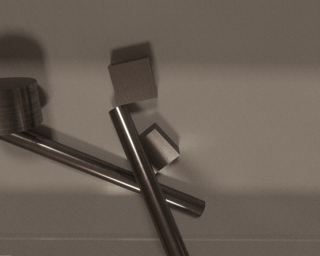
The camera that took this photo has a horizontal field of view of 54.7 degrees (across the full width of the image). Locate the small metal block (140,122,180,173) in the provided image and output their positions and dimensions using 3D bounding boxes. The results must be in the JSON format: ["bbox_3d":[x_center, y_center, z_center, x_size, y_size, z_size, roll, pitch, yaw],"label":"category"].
[{"bbox_3d":[-0.009,0.029,0.422,0.050,0.025,0.050,-39,106,13],"label":"small metal block"}]

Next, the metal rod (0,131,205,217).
[{"bbox_3d":[-0.076,0.060,0.432,0.302,0.025,0.025,23,108,-9],"label":"metal rod"}]

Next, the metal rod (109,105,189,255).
[{"bbox_3d":[0.004,0.112,0.379,0.025,0.025,0.299,-24,82,8],"label":"metal rod"}]

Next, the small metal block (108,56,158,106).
[{"bbox_3d":[-0.033,-0.060,0.389,0.050,0.025,0.050,-12,110,4],"label":"small metal block"}]

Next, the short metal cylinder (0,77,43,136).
[{"bbox_3d":[-0.186,-0.028,0.369,0.081,0.080,0.050,-1,110,0],"label":"short metal cylinder"}]
